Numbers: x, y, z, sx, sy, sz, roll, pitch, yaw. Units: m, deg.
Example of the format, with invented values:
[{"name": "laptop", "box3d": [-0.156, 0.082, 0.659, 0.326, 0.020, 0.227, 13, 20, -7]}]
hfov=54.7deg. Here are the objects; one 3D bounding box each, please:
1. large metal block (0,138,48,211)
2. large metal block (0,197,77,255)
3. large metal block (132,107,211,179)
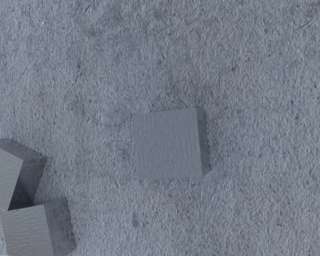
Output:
[{"name": "large metal block", "box3d": [-0.233, 0.068, 0.478, 0.080, 0.050, 0.080, 22, 97, 18]}, {"name": "large metal block", "box3d": [-0.179, 0.153, 0.459, 0.080, 0.050, 0.080, -14, 85, 19]}, {"name": "large metal block", "box3d": [0.016, 0.019, 0.390, 0.080, 0.050, 0.080, -6, 88, 20]}]
